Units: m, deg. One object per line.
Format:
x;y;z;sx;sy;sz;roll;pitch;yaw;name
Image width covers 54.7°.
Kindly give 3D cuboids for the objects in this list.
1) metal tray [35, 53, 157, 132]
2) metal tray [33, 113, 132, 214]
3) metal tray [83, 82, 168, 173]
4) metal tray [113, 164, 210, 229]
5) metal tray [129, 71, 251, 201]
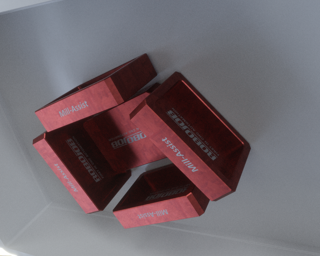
-0.078;-0.042;0.377;0.130;0.090;0.030;-17;110;34;metal tray
-0.106;0.045;0.445;0.030;0.090;0.130;-23;106;36;metal tray
-0.033;0.004;0.420;0.130;0.030;0.090;-21;107;35;metal tray
0.010;0.083;0.409;0.130;0.090;0.030;-22;107;36;metal tray
0.039;0.006;0.347;0.130;0.090;0.030;45;130;-4;metal tray
